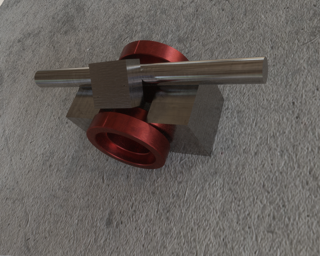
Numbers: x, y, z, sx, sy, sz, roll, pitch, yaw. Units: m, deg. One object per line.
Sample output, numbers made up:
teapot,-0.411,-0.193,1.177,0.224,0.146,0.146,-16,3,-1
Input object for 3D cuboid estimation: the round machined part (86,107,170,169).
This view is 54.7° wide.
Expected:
round machined part,-0.034,0.008,0.371,0.098,0.098,0.042,5,59,30

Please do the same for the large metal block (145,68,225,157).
large metal block,0.034,-0.021,0.365,0.050,0.080,0.080,4,64,30

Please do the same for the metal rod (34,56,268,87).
metal rod,-0.034,-0.061,0.358,0.300,0.025,0.025,3,63,29

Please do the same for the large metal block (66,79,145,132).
large metal block,-0.069,-0.029,0.424,0.050,0.080,0.080,5,64,30

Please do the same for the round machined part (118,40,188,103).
round machined part,-0.009,-0.065,0.404,0.098,0.098,0.042,4,65,30

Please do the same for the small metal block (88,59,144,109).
small metal block,-0.048,-0.048,0.340,0.050,0.025,0.050,1,103,30
